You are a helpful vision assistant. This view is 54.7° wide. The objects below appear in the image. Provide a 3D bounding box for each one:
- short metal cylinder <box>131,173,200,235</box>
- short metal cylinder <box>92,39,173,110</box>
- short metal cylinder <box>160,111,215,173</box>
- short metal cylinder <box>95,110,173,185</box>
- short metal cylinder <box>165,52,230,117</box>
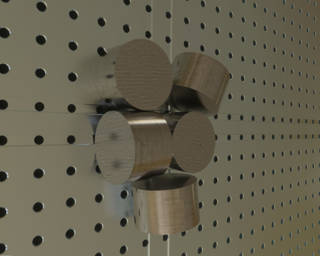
[{"bbox_3d":[0.007,0.089,0.378,0.081,0.080,0.050,-8,96,-40],"label":"short metal cylinder"},{"bbox_3d":[-0.031,-0.060,0.366,0.081,0.050,0.079,0,91,-39],"label":"short metal cylinder"},{"bbox_3d":[0.029,0.018,0.417,0.081,0.050,0.079,-1,91,-40],"label":"short metal cylinder"},{"bbox_3d":[-0.031,0.020,0.348,0.050,0.080,0.079,-3,92,-41],"label":"short metal cylinder"},{"bbox_3d":[0.046,-0.055,0.412,0.080,0.080,0.050,35,68,-35],"label":"short metal cylinder"}]
